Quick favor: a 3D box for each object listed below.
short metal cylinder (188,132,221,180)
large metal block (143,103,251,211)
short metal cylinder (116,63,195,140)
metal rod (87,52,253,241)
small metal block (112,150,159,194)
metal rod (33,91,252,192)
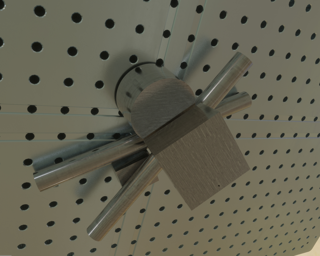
[{"bbox_3d":[0.056,0.047,0.431,0.050,0.080,0.080,-37,129,-3],"label":"short metal cylinder"},{"bbox_3d":[0.041,0.030,0.350,0.080,0.050,0.080,-34,112,-5],"label":"large metal block"},{"bbox_3d":[-0.006,-0.030,0.369,0.081,0.050,0.079,-14,124,-21],"label":"short metal cylinder"},{"bbox_3d":[0.008,0.028,0.397,0.299,0.025,0.025,-50,129,7],"label":"metal rod"},{"bbox_3d":[-0.034,0.059,0.425,0.050,0.025,0.050,-25,128,-13],"label":"small metal block"},{"bbox_3d":[-0.010,0.011,0.408,0.302,0.025,0.025,-21,127,-16],"label":"metal rod"}]
